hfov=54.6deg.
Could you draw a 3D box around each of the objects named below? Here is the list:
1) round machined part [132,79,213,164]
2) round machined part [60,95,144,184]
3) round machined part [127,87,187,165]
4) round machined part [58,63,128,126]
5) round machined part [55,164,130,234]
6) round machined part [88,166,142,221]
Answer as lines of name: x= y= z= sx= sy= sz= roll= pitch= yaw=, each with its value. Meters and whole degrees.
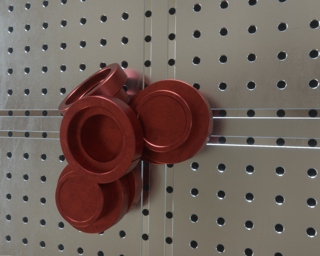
round machined part: x=0.008 y=-0.007 z=0.355 sx=0.098 sy=0.042 sz=0.097 roll=0 pitch=89 yaw=20
round machined part: x=-0.062 y=0.011 z=0.358 sx=0.098 sy=0.042 sz=0.097 roll=4 pitch=99 yaw=22
round machined part: x=-0.004 y=-0.003 z=0.383 sx=0.098 sy=0.042 sz=0.097 roll=0 pitch=90 yaw=20
round machined part: x=-0.082 y=-0.040 z=0.413 sx=0.098 sy=0.098 sz=0.042 roll=-29 pitch=116 yaw=17
round machined part: x=-0.091 y=0.085 z=0.391 sx=0.098 sy=0.042 sz=0.097 roll=0 pitch=90 yaw=20
round machined part: x=-0.077 y=0.075 z=0.409 sx=0.098 sy=0.042 sz=0.097 roll=0 pitch=90 yaw=20
